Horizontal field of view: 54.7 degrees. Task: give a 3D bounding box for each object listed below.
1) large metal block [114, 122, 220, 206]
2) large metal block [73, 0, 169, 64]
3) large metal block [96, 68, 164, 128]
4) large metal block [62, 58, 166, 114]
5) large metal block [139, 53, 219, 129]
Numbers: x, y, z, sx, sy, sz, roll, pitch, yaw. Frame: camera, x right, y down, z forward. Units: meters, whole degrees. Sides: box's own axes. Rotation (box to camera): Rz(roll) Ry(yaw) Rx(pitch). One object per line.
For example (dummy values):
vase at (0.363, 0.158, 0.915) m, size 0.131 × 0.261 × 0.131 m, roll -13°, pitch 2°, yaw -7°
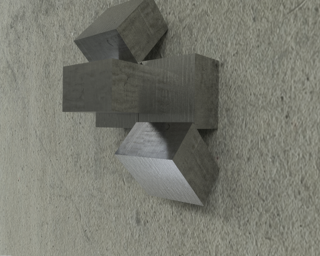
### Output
large metal block at (0.010, 0.039, 0.353) m, size 0.080 × 0.080 × 0.050 m, roll 1°, pitch 47°, yaw 39°
large metal block at (-0.049, -0.122, 0.401) m, size 0.080 × 0.050 × 0.080 m, roll 1°, pitch 47°, yaw 40°
large metal block at (-0.041, -0.040, 0.420) m, size 0.080 × 0.050 × 0.079 m, roll 1°, pitch 91°, yaw 39°
large metal block at (-0.050, -0.042, 0.345) m, size 0.080 × 0.081 × 0.050 m, roll 2°, pitch 91°, yaw 39°
large metal block at (0.021, -0.040, 0.369) m, size 0.080 × 0.050 × 0.079 m, roll 1°, pitch 91°, yaw 39°
